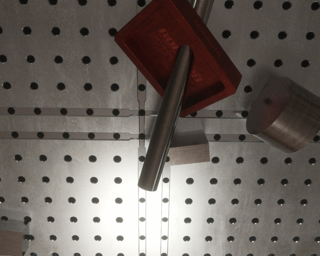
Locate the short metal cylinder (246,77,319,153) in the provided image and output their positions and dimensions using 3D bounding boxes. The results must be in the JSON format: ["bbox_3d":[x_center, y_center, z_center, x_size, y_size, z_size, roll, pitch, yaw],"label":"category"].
[{"bbox_3d":[0.152,-0.016,0.381,0.050,0.080,0.080,29,107,-10],"label":"short metal cylinder"}]

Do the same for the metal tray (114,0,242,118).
[{"bbox_3d":[0.020,-0.081,0.358,0.090,0.030,0.130,-25,112,43],"label":"metal tray"}]

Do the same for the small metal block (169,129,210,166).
[{"bbox_3d":[0.037,0.025,0.410,0.050,0.050,0.025,-6,110,2],"label":"small metal block"}]

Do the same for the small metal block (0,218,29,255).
[{"bbox_3d":[-0.231,0.168,0.472,0.050,0.025,0.050,8,110,-4],"label":"small metal block"}]

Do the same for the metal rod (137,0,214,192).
[{"bbox_3d":[0.026,-0.068,0.362,0.025,0.025,0.298,15,99,-6],"label":"metal rod"}]
